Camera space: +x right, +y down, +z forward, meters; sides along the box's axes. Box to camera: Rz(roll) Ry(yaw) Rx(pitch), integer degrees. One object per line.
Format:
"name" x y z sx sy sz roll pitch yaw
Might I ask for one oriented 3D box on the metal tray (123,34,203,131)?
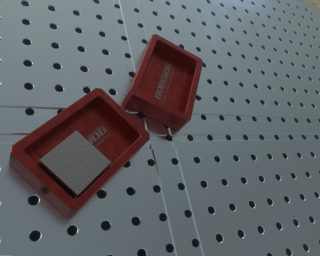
"metal tray" 0.009 -0.070 0.453 0.090 0.030 0.130 26 53 -13

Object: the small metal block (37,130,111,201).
"small metal block" -0.089 0.039 0.321 0.050 0.025 0.050 43 51 1

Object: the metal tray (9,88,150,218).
"metal tray" -0.084 0.022 0.347 0.090 0.030 0.131 43 51 1
